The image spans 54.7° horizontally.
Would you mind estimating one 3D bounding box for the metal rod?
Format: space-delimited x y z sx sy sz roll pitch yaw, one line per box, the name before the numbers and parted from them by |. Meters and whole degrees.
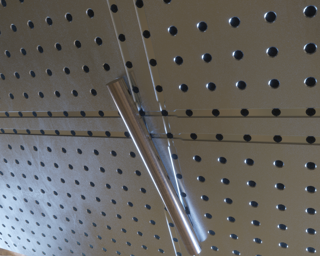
metal rod | -0.001 0.068 0.452 0.025 0.025 0.299 -11 113 32
